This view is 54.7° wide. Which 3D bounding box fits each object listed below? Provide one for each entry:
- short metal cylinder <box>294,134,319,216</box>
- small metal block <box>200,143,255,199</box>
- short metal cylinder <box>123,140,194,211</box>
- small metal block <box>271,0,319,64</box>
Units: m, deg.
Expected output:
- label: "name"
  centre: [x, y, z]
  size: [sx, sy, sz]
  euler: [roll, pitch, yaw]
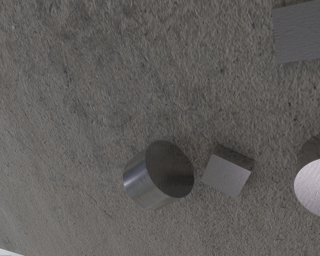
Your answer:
- label: "short metal cylinder"
  centre: [0.186, 0.050, 0.324]
  size: [0.080, 0.050, 0.079]
  euler: [13, 124, 21]
- label: "small metal block"
  centre: [0.086, 0.055, 0.396]
  size: [0.050, 0.025, 0.050]
  euler: [25, 127, 12]
- label: "short metal cylinder"
  centre: [-0.002, 0.063, 0.411]
  size: [0.080, 0.080, 0.050]
  euler: [47, 129, -5]
- label: "small metal block"
  centre: [0.132, -0.090, 0.282]
  size: [0.050, 0.025, 0.050]
  euler: [-3, 117, 29]
